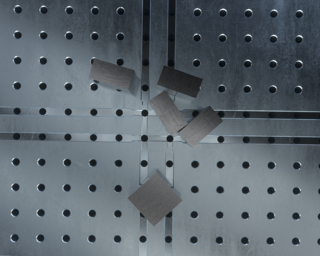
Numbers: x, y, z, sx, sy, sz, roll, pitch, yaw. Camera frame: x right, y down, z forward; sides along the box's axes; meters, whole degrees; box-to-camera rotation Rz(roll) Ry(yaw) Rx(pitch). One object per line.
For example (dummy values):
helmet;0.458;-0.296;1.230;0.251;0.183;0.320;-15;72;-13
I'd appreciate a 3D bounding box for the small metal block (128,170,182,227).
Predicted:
small metal block;-0.006;0.092;0.413;0.050;0.025;0.050;-42;90;0

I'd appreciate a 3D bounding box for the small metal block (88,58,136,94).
small metal block;-0.059;-0.066;0.400;0.050;0.050;0.025;16;90;0

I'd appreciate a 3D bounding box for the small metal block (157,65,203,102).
small metal block;0.024;-0.056;0.401;0.050;0.050;0.025;19;90;0

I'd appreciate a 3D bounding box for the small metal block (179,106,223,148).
small metal block;0.050;-0.002;0.401;0.050;0.050;0.025;-41;90;0

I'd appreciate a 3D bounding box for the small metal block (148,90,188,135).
small metal block;0.010;-0.019;0.401;0.025;0.050;0.050;-34;90;0
